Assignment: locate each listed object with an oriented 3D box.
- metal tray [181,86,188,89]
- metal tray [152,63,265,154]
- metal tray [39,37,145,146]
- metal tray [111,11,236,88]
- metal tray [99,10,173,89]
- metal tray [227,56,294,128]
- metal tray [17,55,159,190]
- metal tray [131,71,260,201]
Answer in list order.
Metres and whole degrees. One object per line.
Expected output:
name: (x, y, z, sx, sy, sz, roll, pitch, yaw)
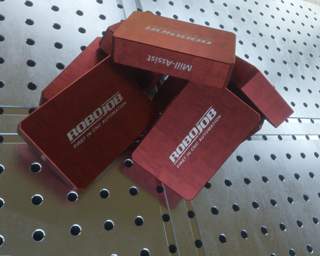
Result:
metal tray: (0.082, -0.073, 0.465, 0.131, 0.030, 0.090, 23, 50, -39)
metal tray: (0.063, -0.028, 0.417, 0.130, 0.090, 0.030, 38, 52, -2)
metal tray: (-0.075, -0.050, 0.394, 0.090, 0.030, 0.130, 34, 51, -6)
metal tray: (0.019, -0.095, 0.360, 0.131, 0.030, 0.090, 14, 39, 4)
metal tray: (-0.015, -0.117, 0.443, 0.090, 0.030, 0.131, 41, 37, -2)
metal tray: (0.113, -0.062, 0.422, 0.090, 0.030, 0.130, 39, 12, -29)
metal tray: (-0.073, -0.008, 0.341, 0.131, 0.030, 0.090, -45, 104, -28)
metal tray: (0.040, 0.008, 0.364, 0.090, 0.130, 0.030, 38, 9, -4)
